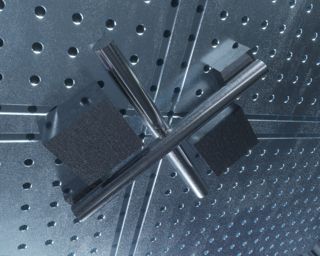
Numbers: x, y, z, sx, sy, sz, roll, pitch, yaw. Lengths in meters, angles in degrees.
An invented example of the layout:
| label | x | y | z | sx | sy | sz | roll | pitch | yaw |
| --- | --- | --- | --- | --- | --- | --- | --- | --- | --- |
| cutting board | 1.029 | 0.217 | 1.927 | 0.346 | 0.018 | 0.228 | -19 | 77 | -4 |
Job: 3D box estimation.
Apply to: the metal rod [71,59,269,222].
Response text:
| label | x | y | z | sx | sy | sz | roll | pitch | yaw |
| --- | --- | --- | --- | --- | --- | --- | --- | --- | --- |
| metal rod | 0.014 | 0.014 | 0.395 | 0.301 | 0.025 | 0.025 | -38 | 129 | -2 |

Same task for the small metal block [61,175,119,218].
| label | x | y | z | sx | sy | sz | roll | pitch | yaw |
| --- | --- | --- | --- | --- | --- | --- | --- | --- | --- |
| small metal block | -0.093 | 0.085 | 0.413 | 0.050 | 0.025 | 0.050 | -39 | 129 | -2 |

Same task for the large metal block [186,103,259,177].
| label | x | y | z | sx | sy | sz | roll | pitch | yaw |
| --- | --- | --- | --- | --- | --- | --- | --- | --- | --- |
| large metal block | 0.085 | 0.011 | 0.448 | 0.080 | 0.050 | 0.080 | -40 | 129 | -1 |

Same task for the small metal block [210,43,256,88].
| label | x | y | z | sx | sy | sz | roll | pitch | yaw |
| --- | --- | --- | --- | --- | --- | --- | --- | --- | --- |
| small metal block | 0.103 | -0.077 | 0.420 | 0.050 | 0.025 | 0.050 | -38 | 129 | -3 |

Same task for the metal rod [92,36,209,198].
| label | x | y | z | sx | sy | sz | roll | pitch | yaw |
| --- | --- | --- | --- | --- | --- | --- | --- | --- | --- |
| metal rod | 0.005 | 0.008 | 0.417 | 0.025 | 0.025 | 0.300 | -37 | 129 | -4 |

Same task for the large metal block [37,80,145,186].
| label | x | y | z | sx | sy | sz | roll | pitch | yaw |
| --- | --- | --- | --- | --- | --- | --- | --- | --- | --- |
| large metal block | -0.078 | 0.006 | 0.356 | 0.080 | 0.050 | 0.080 | -37 | 129 | -3 |
